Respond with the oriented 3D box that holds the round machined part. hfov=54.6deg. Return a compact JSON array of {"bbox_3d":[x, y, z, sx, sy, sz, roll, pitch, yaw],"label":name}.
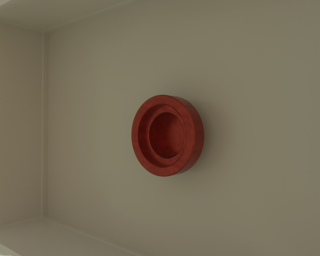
[{"bbox_3d":[0.014,0.009,0.385,0.098,0.042,0.097,0,90,40],"label":"round machined part"}]
